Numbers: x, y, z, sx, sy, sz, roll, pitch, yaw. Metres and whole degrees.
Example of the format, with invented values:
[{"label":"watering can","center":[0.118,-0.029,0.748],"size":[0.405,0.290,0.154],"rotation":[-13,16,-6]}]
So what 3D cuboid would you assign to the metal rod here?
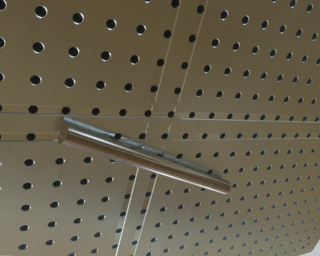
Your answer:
[{"label":"metal rod","center":[0.001,0.054,0.443],"size":[0.302,0.025,0.025],"rotation":[23,106,-37]}]
